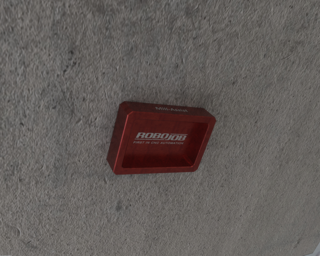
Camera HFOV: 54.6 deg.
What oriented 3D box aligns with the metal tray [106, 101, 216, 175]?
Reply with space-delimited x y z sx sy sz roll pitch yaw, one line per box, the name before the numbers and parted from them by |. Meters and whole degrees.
metal tray | 0.003 0.016 0.413 0.131 0.030 0.089 3 117 -30
